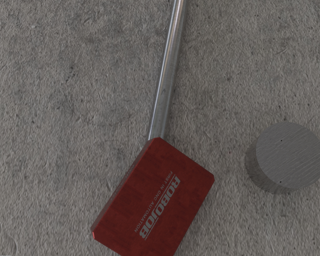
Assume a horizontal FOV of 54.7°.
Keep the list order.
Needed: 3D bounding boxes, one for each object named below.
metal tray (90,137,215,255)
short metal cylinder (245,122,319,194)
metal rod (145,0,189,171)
[{"bbox_3d":[-0.006,0.087,0.358,0.090,0.030,0.130,36,73,-9],"label":"metal tray"},{"bbox_3d":[0.152,0.038,0.382,0.081,0.050,0.080,0,70,0],"label":"short metal cylinder"},{"bbox_3d":[0.012,-0.086,0.439,0.025,0.025,0.299,9,70,3],"label":"metal rod"}]
